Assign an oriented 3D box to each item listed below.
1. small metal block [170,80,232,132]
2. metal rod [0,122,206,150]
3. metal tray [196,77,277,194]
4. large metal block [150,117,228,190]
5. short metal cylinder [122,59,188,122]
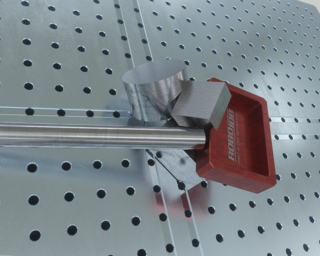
[{"bbox_3d":[0.048,-0.027,0.359,0.025,0.050,0.050,50,58,-46],"label":"small metal block"},{"bbox_3d":[-0.099,0.008,0.313,0.302,0.025,0.025,2,60,-15],"label":"metal rod"},{"bbox_3d":[0.093,0.007,0.385,0.091,0.030,0.130,19,54,-17],"label":"metal tray"},{"bbox_3d":[0.042,0.019,0.403,0.080,0.050,0.080,46,51,3],"label":"large metal block"},{"bbox_3d":[-0.002,-0.050,0.396,0.080,0.080,0.050,-40,128,-39],"label":"short metal cylinder"}]
